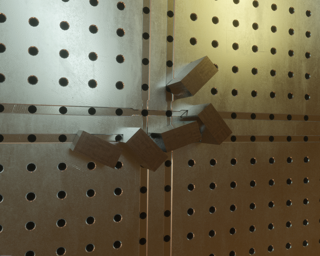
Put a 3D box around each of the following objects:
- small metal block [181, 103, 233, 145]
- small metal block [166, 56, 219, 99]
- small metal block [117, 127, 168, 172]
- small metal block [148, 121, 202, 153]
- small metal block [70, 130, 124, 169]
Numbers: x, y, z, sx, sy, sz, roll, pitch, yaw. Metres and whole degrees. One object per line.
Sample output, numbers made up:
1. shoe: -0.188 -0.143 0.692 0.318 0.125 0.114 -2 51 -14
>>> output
1. small metal block: 0.063 -0.005 0.422 0.025 0.050 0.050 -42 103 -15
2. small metal block: 0.042 -0.066 0.414 0.050 0.050 0.025 -45 104 -14
3. small metal block: -0.023 0.026 0.391 0.025 0.050 0.050 -46 105 -14
4. small metal block: 0.019 0.010 0.406 0.050 0.050 0.025 -19 97 -19
5. small metal block: -0.077 0.025 0.371 0.050 0.050 0.025 27 81 -18
